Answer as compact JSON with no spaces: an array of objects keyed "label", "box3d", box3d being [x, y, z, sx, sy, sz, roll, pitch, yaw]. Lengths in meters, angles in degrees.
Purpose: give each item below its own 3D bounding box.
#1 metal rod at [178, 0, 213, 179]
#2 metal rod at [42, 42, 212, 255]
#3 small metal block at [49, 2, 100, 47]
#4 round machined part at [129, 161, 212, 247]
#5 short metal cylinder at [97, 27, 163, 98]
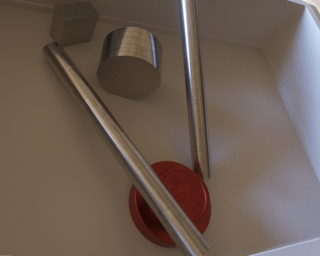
[{"label":"metal rod","box3d":[0.043,-0.084,0.404,0.025,0.025,0.298,-4,88,-30]},{"label":"metal rod","box3d":[-0.050,0.010,0.340,0.025,0.025,0.300,-22,64,-36]},{"label":"small metal block","box3d":[-0.115,-0.137,0.413,0.050,0.050,0.025,-26,76,-37]},{"label":"round machined part","box3d":[0.018,0.082,0.356,0.099,0.042,0.098,14,56,-21]},{"label":"short metal cylinder","box3d":[-0.038,-0.083,0.402,0.081,0.080,0.050,16,55,-20]}]
